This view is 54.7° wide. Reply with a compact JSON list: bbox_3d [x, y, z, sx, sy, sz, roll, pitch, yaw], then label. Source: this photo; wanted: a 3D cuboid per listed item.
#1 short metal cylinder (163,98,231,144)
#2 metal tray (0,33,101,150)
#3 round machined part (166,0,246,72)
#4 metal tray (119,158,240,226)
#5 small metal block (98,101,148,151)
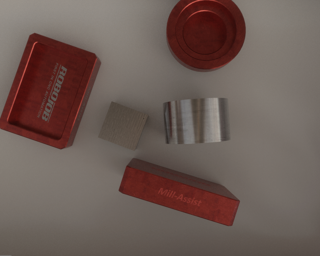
[{"bbox_3d":[0.045,-0.008,0.385,0.081,0.080,0.050,-4,90,-1],"label":"short metal cylinder"},{"bbox_3d":[-0.142,-0.047,0.406,0.090,0.030,0.129,19,90,-1],"label":"metal tray"},{"bbox_3d":[0.057,-0.121,0.404,0.099,0.042,0.097,0,90,-1],"label":"round machined part"},{"bbox_3d":[0.021,0.074,0.379,0.131,0.090,0.030,17,90,-1],"label":"metal tray"},{"bbox_3d":[-0.048,-0.003,0.411,0.050,0.025,0.050,21,90,-1],"label":"small metal block"}]
